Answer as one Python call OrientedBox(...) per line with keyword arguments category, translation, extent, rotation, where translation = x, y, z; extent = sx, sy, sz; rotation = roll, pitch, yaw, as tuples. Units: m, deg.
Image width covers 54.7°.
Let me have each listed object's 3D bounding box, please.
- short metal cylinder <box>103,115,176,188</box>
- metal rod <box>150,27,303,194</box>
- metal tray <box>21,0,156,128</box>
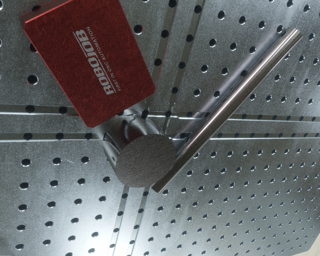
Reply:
OrientedBox(category="short metal cylinder", translation=(-0.027, 0.030, 0.400), extent=(0.081, 0.050, 0.079), rotation=(-14, 125, -21))
OrientedBox(category="metal rod", translation=(0.091, -0.022, 0.449), extent=(0.299, 0.025, 0.025), rotation=(-48, 129, 5))
OrientedBox(category="metal tray", translation=(-0.068, -0.073, 0.327), extent=(0.090, 0.030, 0.130), rotation=(-31, 129, -9))
